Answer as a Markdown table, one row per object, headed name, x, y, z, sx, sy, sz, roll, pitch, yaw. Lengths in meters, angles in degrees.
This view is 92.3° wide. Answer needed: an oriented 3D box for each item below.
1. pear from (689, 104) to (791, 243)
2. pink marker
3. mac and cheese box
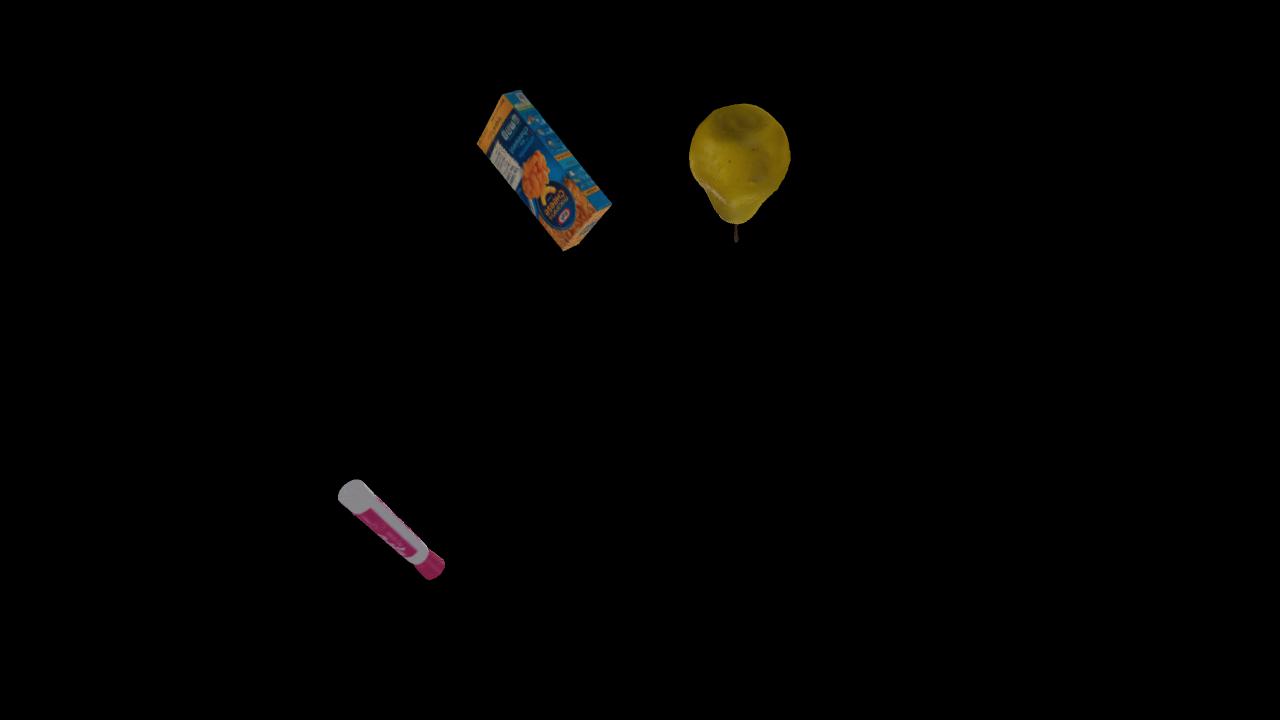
| name | x | y | z | sx | sy | sz | roll | pitch | yaw |
| --- | --- | --- | --- | --- | --- | --- | --- | --- | --- |
| pear | 0.078 | -0.148 | 0.500 | 0.080 | 0.080 | 0.111 | 0 | -30 | 0 |
| pink marker | -0.179 | 0.129 | 0.454 | 0.020 | 0.020 | 0.121 | 0 | -44 | 21 |
| mac and cheese box | -0.126 | -0.241 | 0.794 | 0.093 | 0.184 | 0.041 | -38 | 2 | 45 |
